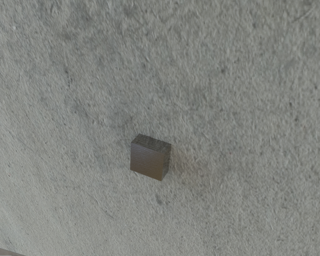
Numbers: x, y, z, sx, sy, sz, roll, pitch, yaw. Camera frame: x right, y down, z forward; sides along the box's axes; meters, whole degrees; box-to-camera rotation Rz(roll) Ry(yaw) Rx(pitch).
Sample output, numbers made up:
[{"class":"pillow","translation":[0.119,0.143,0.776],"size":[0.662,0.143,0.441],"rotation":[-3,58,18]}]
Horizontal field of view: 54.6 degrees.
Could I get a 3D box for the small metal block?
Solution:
[{"class":"small metal block","translation":[-0.014,0.042,0.440],"size":[0.050,0.025,0.050],"rotation":[18,125,18]}]
